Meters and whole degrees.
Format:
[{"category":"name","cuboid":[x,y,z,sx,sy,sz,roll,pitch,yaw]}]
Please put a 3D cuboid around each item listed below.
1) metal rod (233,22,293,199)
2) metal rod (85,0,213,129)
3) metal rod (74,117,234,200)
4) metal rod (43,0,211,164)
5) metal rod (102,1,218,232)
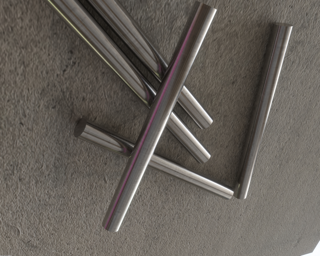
[{"category":"metal rod","cuboid":[0.153,-0.009,0.484,0.025,0.025,0.298,-10,123,-23]},{"category":"metal rod","cuboid":[-0.020,-0.089,0.339,0.025,0.025,0.300,-44,129,2]},{"category":"metal rod","cuboid":[0.013,0.056,0.448,0.301,0.025,0.025,29,103,-38]},{"category":"metal rod","cuboid":[-0.016,-0.040,0.372,0.025,0.025,0.300,-43,130,1]},{"category":"metal rod","cuboid":[-0.009,0.002,0.369,0.025,0.025,0.298,11,113,-33]}]
